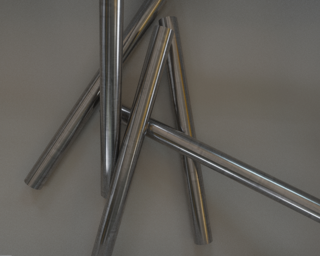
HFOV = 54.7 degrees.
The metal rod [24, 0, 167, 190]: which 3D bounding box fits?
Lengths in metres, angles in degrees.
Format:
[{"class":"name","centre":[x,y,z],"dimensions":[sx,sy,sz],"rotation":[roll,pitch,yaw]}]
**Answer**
[{"class":"metal rod","centre":[-0.085,-0.050,0.410],"dimensions":[0.025,0.025,0.299],"rotation":[34,90,-1]}]

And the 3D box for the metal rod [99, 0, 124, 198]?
[{"class":"metal rod","centre":[-0.056,-0.048,0.352],"dimensions":[0.025,0.025,0.298],"rotation":[4,114,-1]}]

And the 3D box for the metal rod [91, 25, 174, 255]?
[{"class":"metal rod","centre":[-0.036,0.027,0.376],"dimensions":[0.025,0.025,0.298],"rotation":[16,95,-1]}]

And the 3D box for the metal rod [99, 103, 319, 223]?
[{"class":"metal rod","centre":[0.059,0.034,0.379],"dimensions":[0.301,0.025,0.025],"rotation":[26,90,12]}]

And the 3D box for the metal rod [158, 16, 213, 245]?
[{"class":"metal rod","centre":[0.034,0.003,0.411],"dimensions":[0.025,0.025,0.298],"rotation":[-9,90,0]}]
